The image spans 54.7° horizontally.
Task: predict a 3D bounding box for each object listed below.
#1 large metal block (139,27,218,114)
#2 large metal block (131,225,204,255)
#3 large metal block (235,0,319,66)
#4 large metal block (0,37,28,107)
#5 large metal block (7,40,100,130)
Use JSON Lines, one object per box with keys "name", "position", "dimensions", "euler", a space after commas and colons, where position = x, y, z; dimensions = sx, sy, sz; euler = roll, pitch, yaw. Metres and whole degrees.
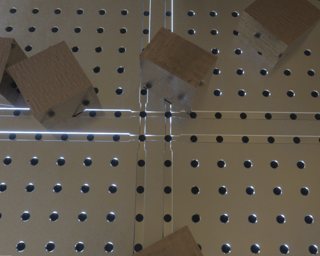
{"name": "large metal block", "position": [0.022, -0.073, 0.410], "dimensions": [0.080, 0.080, 0.050], "euler": [32, 73, 10]}
{"name": "large metal block", "position": [0.003, 0.147, 0.329], "dimensions": [0.080, 0.080, 0.050], "euler": [-26, 73, -9]}
{"name": "large metal block", "position": [0.174, -0.154, 0.457], "dimensions": [0.080, 0.050, 0.080], "euler": [-40, 75, -14]}
{"name": "large metal block", "position": [-0.239, -0.078, 0.424], "dimensions": [0.081, 0.050, 0.080], "euler": [5, 70, 1]}
{"name": "large metal block", "position": [-0.141, -0.057, 0.418], "dimensions": [0.080, 0.050, 0.080], "euler": [-31, 73, -11]}
